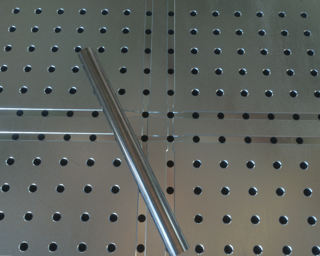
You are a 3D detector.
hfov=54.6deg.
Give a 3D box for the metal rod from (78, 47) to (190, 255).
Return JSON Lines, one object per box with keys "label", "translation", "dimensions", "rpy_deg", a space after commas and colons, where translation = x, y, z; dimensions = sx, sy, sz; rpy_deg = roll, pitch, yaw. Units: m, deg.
{"label": "metal rod", "translation": [-0.042, 0.018, 0.404], "dimensions": [0.025, 0.025, 0.299], "rpy_deg": [-25, 72, -9]}
